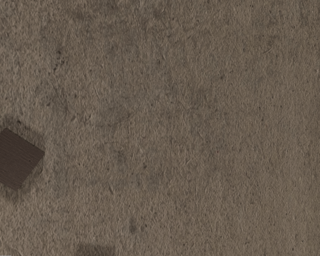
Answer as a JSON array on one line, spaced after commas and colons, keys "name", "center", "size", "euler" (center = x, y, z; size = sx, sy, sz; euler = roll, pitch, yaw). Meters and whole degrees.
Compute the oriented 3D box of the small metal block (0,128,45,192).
[{"name": "small metal block", "center": [-0.167, 0.035, 0.348], "size": [0.050, 0.025, 0.050], "euler": [37, 78, -17]}]
